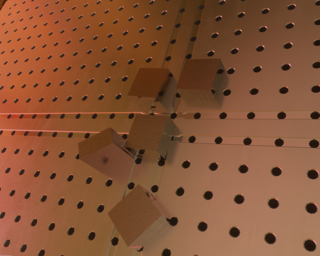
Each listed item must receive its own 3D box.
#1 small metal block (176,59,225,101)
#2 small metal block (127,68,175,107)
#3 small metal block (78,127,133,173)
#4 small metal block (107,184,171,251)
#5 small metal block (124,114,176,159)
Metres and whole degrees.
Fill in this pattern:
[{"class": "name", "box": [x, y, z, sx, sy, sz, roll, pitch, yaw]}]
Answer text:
[{"class": "small metal block", "box": [0.056, -0.066, 0.420, 0.050, 0.025, 0.050, 6, 65, 31]}, {"class": "small metal block", "box": [-0.012, -0.060, 0.453, 0.050, 0.025, 0.050, 8, 66, 31]}, {"class": "small metal block", "box": [-0.072, 0.031, 0.412, 0.050, 0.050, 0.025, -26, 53, 12]}, {"class": "small metal block", "box": [-0.025, 0.103, 0.359, 0.050, 0.025, 0.050, -43, 51, -2]}, {"class": "small metal block", "box": [-0.013, 0.010, 0.410, 0.050, 0.025, 0.050, 5, 64, 30]}]
